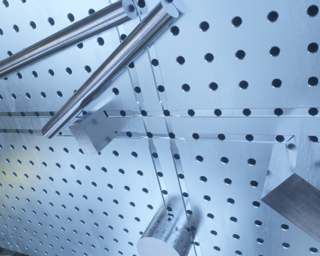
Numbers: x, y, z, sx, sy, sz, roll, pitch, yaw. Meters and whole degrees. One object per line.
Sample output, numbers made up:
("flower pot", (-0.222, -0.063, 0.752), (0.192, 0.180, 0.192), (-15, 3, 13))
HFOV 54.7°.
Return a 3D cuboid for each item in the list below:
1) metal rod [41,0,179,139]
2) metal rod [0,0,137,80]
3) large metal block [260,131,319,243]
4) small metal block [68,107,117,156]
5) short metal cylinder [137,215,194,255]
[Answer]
("metal rod", (-0.086, -0.060, 0.419), (0.299, 0.025, 0.025), (-34, 99, 38))
("metal rod", (-0.158, -0.109, 0.426), (0.300, 0.025, 0.025), (-11, 113, 33))
("large metal block", (0.162, 0.062, 0.328), (0.080, 0.080, 0.050), (36, 129, 4))
("small metal block", (-0.096, 0.005, 0.449), (0.025, 0.050, 0.050), (-14, 111, 34))
("short metal cylinder", (0.009, 0.190, 0.508), (0.080, 0.050, 0.079), (13, 124, 21))
